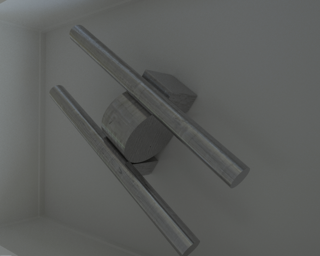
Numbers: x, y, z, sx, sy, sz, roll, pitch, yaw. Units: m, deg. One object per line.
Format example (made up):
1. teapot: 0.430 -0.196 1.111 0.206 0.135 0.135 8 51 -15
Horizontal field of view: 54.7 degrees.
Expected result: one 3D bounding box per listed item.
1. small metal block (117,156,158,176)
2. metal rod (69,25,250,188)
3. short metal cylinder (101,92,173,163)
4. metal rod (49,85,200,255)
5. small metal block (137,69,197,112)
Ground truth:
1. small metal block: -0.040 0.040 0.419 0.050 0.050 0.025 44 117 30
2. metal rod: -0.021 -0.043 0.356 0.300 0.025 0.025 43 116 31
3. short metal cylinder: -0.025 -0.003 0.388 0.050 0.081 0.080 44 116 31
4. metal rod: -0.062 0.034 0.390 0.300 0.025 0.025 43 116 31
5. small metal block: 0.009 -0.045 0.379 0.050 0.050 0.025 44 117 30
